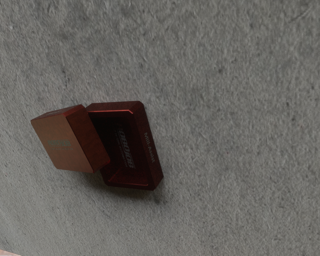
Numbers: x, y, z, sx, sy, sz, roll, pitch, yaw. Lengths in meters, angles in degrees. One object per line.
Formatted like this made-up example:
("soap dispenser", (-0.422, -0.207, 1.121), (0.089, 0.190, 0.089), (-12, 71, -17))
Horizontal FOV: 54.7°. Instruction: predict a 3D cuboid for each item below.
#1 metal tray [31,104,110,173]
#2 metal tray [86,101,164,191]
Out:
("metal tray", (-0.135, 0.018, 0.456), (0.130, 0.030, 0.090), (-5, 114, 49))
("metal tray", (-0.054, 0.027, 0.446), (0.090, 0.030, 0.129), (0, 118, 28))
